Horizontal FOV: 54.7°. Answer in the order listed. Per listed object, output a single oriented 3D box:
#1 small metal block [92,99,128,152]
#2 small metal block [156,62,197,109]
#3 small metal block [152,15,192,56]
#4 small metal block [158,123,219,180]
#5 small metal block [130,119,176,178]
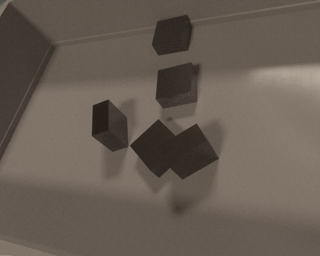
[{"bbox_3d":[-0.068,-0.002,0.425,0.025,0.050,0.050,-19,55,17],"label":"small metal block"},{"bbox_3d":[0.024,-0.058,0.428,0.050,0.025,0.050,-10,58,22],"label":"small metal block"},{"bbox_3d":[0.019,-0.144,0.483,0.050,0.025,0.050,-3,60,26],"label":"small metal block"},{"bbox_3d":[0.034,0.028,0.354,0.050,0.050,0.025,-31,52,8],"label":"small metal block"},{"bbox_3d":[-0.001,0.025,0.390,0.050,0.025,0.050,-43,51,-2],"label":"small metal block"}]
